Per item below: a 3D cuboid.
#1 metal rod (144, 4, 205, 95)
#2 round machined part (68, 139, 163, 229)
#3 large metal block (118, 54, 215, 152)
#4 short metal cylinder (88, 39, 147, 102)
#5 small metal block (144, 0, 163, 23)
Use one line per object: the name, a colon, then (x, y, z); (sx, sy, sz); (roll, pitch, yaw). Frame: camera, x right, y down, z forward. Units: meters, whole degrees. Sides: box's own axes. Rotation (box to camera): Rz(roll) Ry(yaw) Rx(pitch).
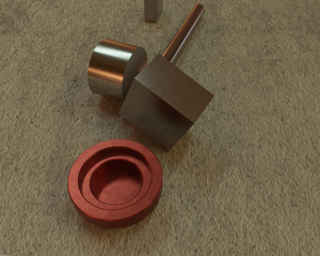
metal rod: (0.018, -0.120, 0.504); (0.025, 0.025, 0.301); (18, 52, 14)
round machined part: (-0.046, 0.063, 0.339); (0.099, 0.042, 0.098); (0, 50, 0)
large metal block: (0.005, -0.028, 0.375); (0.080, 0.080, 0.050); (38, 57, 1)
short metal cylinder: (-0.057, -0.079, 0.434); (0.050, 0.080, 0.080); (18, 52, 14)
small metal block: (-0.011, -0.235, 0.585); (0.025, 0.050, 0.050); (10, 51, 7)
